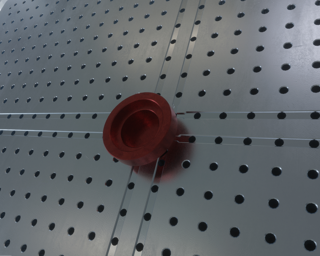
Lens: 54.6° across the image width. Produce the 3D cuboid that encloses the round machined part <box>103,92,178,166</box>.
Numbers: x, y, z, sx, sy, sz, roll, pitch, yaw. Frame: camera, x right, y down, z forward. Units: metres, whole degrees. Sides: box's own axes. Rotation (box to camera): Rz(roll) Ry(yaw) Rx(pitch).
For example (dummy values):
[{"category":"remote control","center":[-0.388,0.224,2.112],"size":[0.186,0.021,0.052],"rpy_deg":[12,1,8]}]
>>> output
[{"category":"round machined part","center":[-0.022,0.005,0.407],"size":[0.098,0.042,0.098],"rpy_deg":[-13,56,21]}]
